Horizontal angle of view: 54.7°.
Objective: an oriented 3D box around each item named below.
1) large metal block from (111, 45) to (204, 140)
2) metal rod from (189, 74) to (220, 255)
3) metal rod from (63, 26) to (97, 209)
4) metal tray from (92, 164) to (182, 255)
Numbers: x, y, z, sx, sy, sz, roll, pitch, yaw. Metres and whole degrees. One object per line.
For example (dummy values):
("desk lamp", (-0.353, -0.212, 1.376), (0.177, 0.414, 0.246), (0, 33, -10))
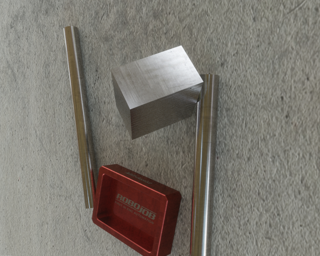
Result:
("large metal block", (-0.005, -0.037, 0.350), (0.080, 0.081, 0.050), (99, 147, -66))
("metal rod", (0.050, 0.088, 0.362), (0.025, 0.025, 0.298), (4, 93, 39))
("metal rod", (-0.128, -0.022, 0.507), (0.025, 0.025, 0.298), (-15, 81, 39))
("metal tray", (-0.037, 0.112, 0.430), (0.130, 0.030, 0.089), (16, 100, 38))
